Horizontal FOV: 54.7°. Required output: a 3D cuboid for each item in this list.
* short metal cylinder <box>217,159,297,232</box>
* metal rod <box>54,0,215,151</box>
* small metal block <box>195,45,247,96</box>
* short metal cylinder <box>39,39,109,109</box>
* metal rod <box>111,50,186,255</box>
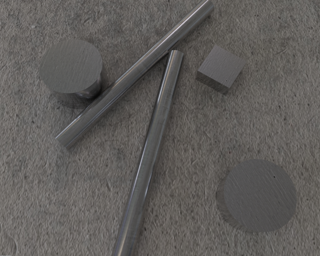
[{"bbox_3d":[0.111,0.081,0.366,0.081,0.050,0.080,0,70,0],"label":"short metal cylinder"},{"bbox_3d":[-0.027,-0.084,0.438,0.025,0.025,0.301,40,75,13],"label":"metal rod"},{"bbox_3d":[0.086,-0.082,0.439,0.050,0.025,0.050,31,73,10],"label":"small metal block"},{"bbox_3d":[-0.114,-0.072,0.420,0.081,0.050,0.080,0,70,0],"label":"short metal cylinder"},{"bbox_3d":[-0.012,0.032,0.396,0.025,0.025,0.299,13,70,5],"label":"metal rod"}]
